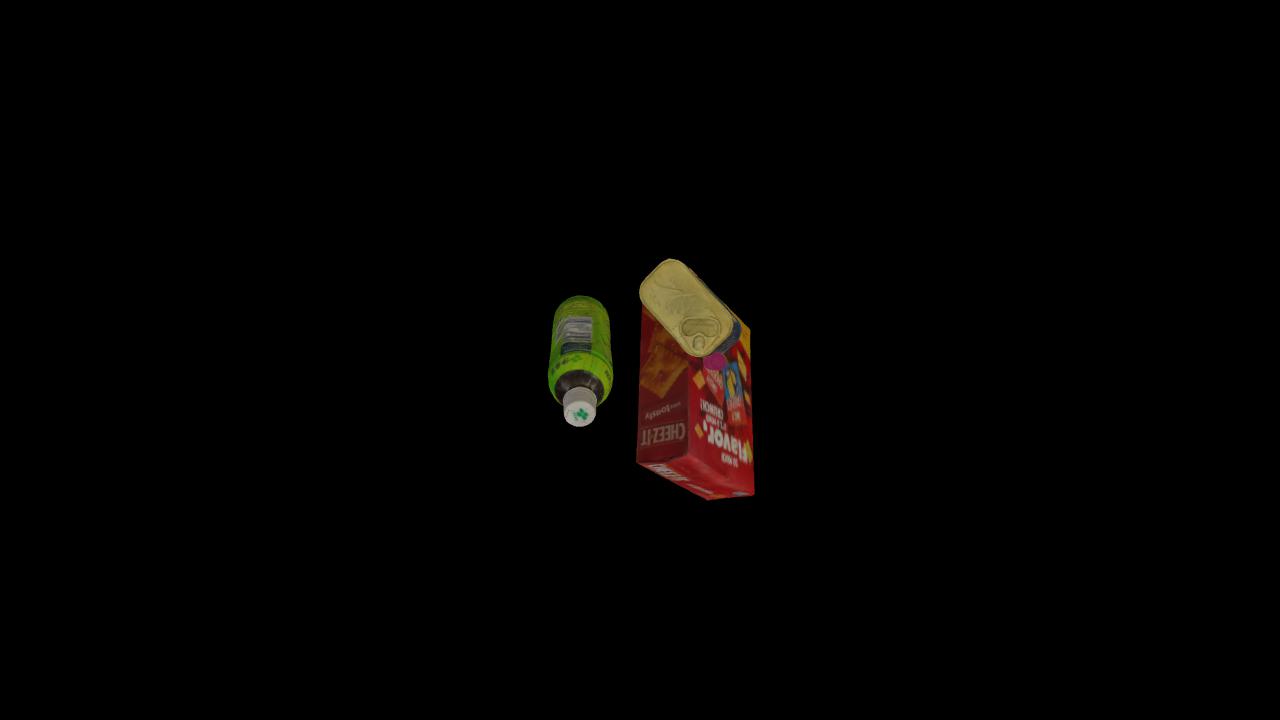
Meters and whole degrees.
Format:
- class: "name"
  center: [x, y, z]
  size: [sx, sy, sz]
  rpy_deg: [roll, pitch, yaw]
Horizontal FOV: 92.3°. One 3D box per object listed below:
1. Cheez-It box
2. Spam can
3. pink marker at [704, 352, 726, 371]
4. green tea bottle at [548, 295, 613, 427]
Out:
- class: "Cheez-It box"
  center: [0.068, 0.032, 0.703]
  size: [0.071, 0.223, 0.166]
  rpy_deg: [-14, -31, 30]
- class: "Spam can"
  center: [0.056, -0.051, 0.642]
  size: [0.058, 0.101, 0.085]
  rpy_deg: [-43, -12, 12]
- class: "pink marker"
  center: [0.066, 0.003, 0.681]
  size: [0.020, 0.020, 0.121]
  rpy_deg: [0, -2, -15]
- class: "green tea bottle"
  center: [-0.065, 0.000, 0.670]
  size: [0.073, 0.073, 0.212]
  rpy_deg: [0, 29, -3]
